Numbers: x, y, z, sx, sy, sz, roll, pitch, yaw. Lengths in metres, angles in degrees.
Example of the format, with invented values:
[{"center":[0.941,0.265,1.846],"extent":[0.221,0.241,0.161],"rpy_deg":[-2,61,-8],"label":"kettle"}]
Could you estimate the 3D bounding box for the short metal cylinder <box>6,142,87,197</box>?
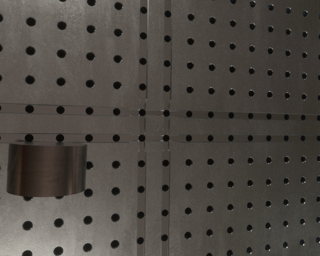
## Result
[{"center":[-0.122,0.042,0.339],"extent":[0.081,0.080,0.050],"rpy_deg":[3,89,-20],"label":"short metal cylinder"}]
